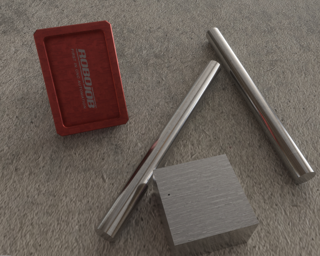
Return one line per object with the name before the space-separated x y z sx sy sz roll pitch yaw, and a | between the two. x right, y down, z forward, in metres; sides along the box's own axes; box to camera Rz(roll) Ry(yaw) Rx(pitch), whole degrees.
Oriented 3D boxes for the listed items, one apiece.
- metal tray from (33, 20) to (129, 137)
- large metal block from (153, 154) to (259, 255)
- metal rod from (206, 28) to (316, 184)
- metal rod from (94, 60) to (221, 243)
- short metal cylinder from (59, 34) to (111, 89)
metal tray | -0.096 -0.062 0.392 0.091 0.129 0.030 -12 12 -10
large metal block | 0.042 0.081 0.320 0.081 0.050 0.080 -11 51 -10
metal rod | 0.130 -0.054 0.449 0.025 0.025 0.300 -11 51 -10
metal rod | 0.014 0.007 0.397 0.025 0.025 0.301 22 53 17
short metal cylinder | -0.113 -0.095 0.446 0.081 0.080 0.050 -20 53 -17
